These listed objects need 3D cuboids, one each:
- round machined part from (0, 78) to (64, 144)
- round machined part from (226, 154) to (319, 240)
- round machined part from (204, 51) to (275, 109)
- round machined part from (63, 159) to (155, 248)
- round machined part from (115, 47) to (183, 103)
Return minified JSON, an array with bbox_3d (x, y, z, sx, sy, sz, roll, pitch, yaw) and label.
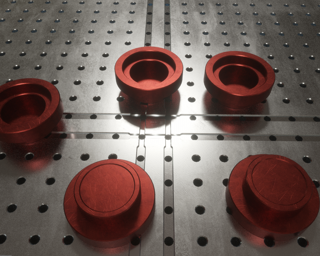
[{"bbox_3d":[-0.177,-0.018,0.410,0.099,0.042,0.098,0,50,0],"label":"round machined part"},{"bbox_3d":[0.125,0.068,0.341,0.099,0.042,0.098,0,50,0],"label":"round machined part"},{"bbox_3d":[0.113,-0.067,0.454,0.099,0.042,0.098,0,50,0],"label":"round machined part"},{"bbox_3d":[-0.054,0.073,0.334,0.099,0.042,0.098,0,50,0],"label":"round machined part"},{"bbox_3d":[-0.016,-0.075,0.459,0.099,0.042,0.098,0,50,0],"label":"round machined part"}]
